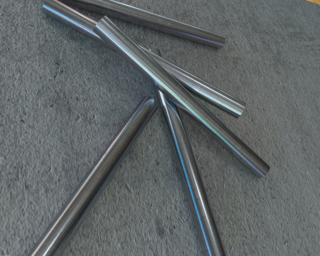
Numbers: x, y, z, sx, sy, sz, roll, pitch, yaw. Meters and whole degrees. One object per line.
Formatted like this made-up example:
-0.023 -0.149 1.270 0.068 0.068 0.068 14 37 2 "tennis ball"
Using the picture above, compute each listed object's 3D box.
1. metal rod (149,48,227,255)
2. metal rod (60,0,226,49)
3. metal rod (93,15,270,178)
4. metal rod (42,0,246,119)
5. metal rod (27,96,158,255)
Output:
0.026 0.020 0.405 0.025 0.025 0.299 -2 63 -29 "metal rod"
-0.027 -0.176 0.496 0.302 0.025 0.025 9 58 -24 "metal rod"
0.037 -0.033 0.413 0.300 0.025 0.025 41 50 -13 "metal rod"
-0.021 -0.096 0.423 0.301 0.025 0.025 29 52 0 "metal rod"
-0.075 0.067 0.321 0.025 0.025 0.301 35 51 -5 "metal rod"
